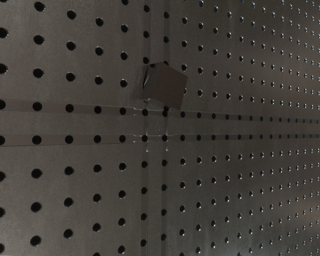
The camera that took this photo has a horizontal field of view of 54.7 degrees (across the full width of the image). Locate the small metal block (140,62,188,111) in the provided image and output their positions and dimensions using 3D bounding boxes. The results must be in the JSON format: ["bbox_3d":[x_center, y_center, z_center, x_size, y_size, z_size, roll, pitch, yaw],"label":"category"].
[{"bbox_3d":[0.007,-0.054,0.417,0.050,0.025,0.050,22,76,-38],"label":"small metal block"}]
